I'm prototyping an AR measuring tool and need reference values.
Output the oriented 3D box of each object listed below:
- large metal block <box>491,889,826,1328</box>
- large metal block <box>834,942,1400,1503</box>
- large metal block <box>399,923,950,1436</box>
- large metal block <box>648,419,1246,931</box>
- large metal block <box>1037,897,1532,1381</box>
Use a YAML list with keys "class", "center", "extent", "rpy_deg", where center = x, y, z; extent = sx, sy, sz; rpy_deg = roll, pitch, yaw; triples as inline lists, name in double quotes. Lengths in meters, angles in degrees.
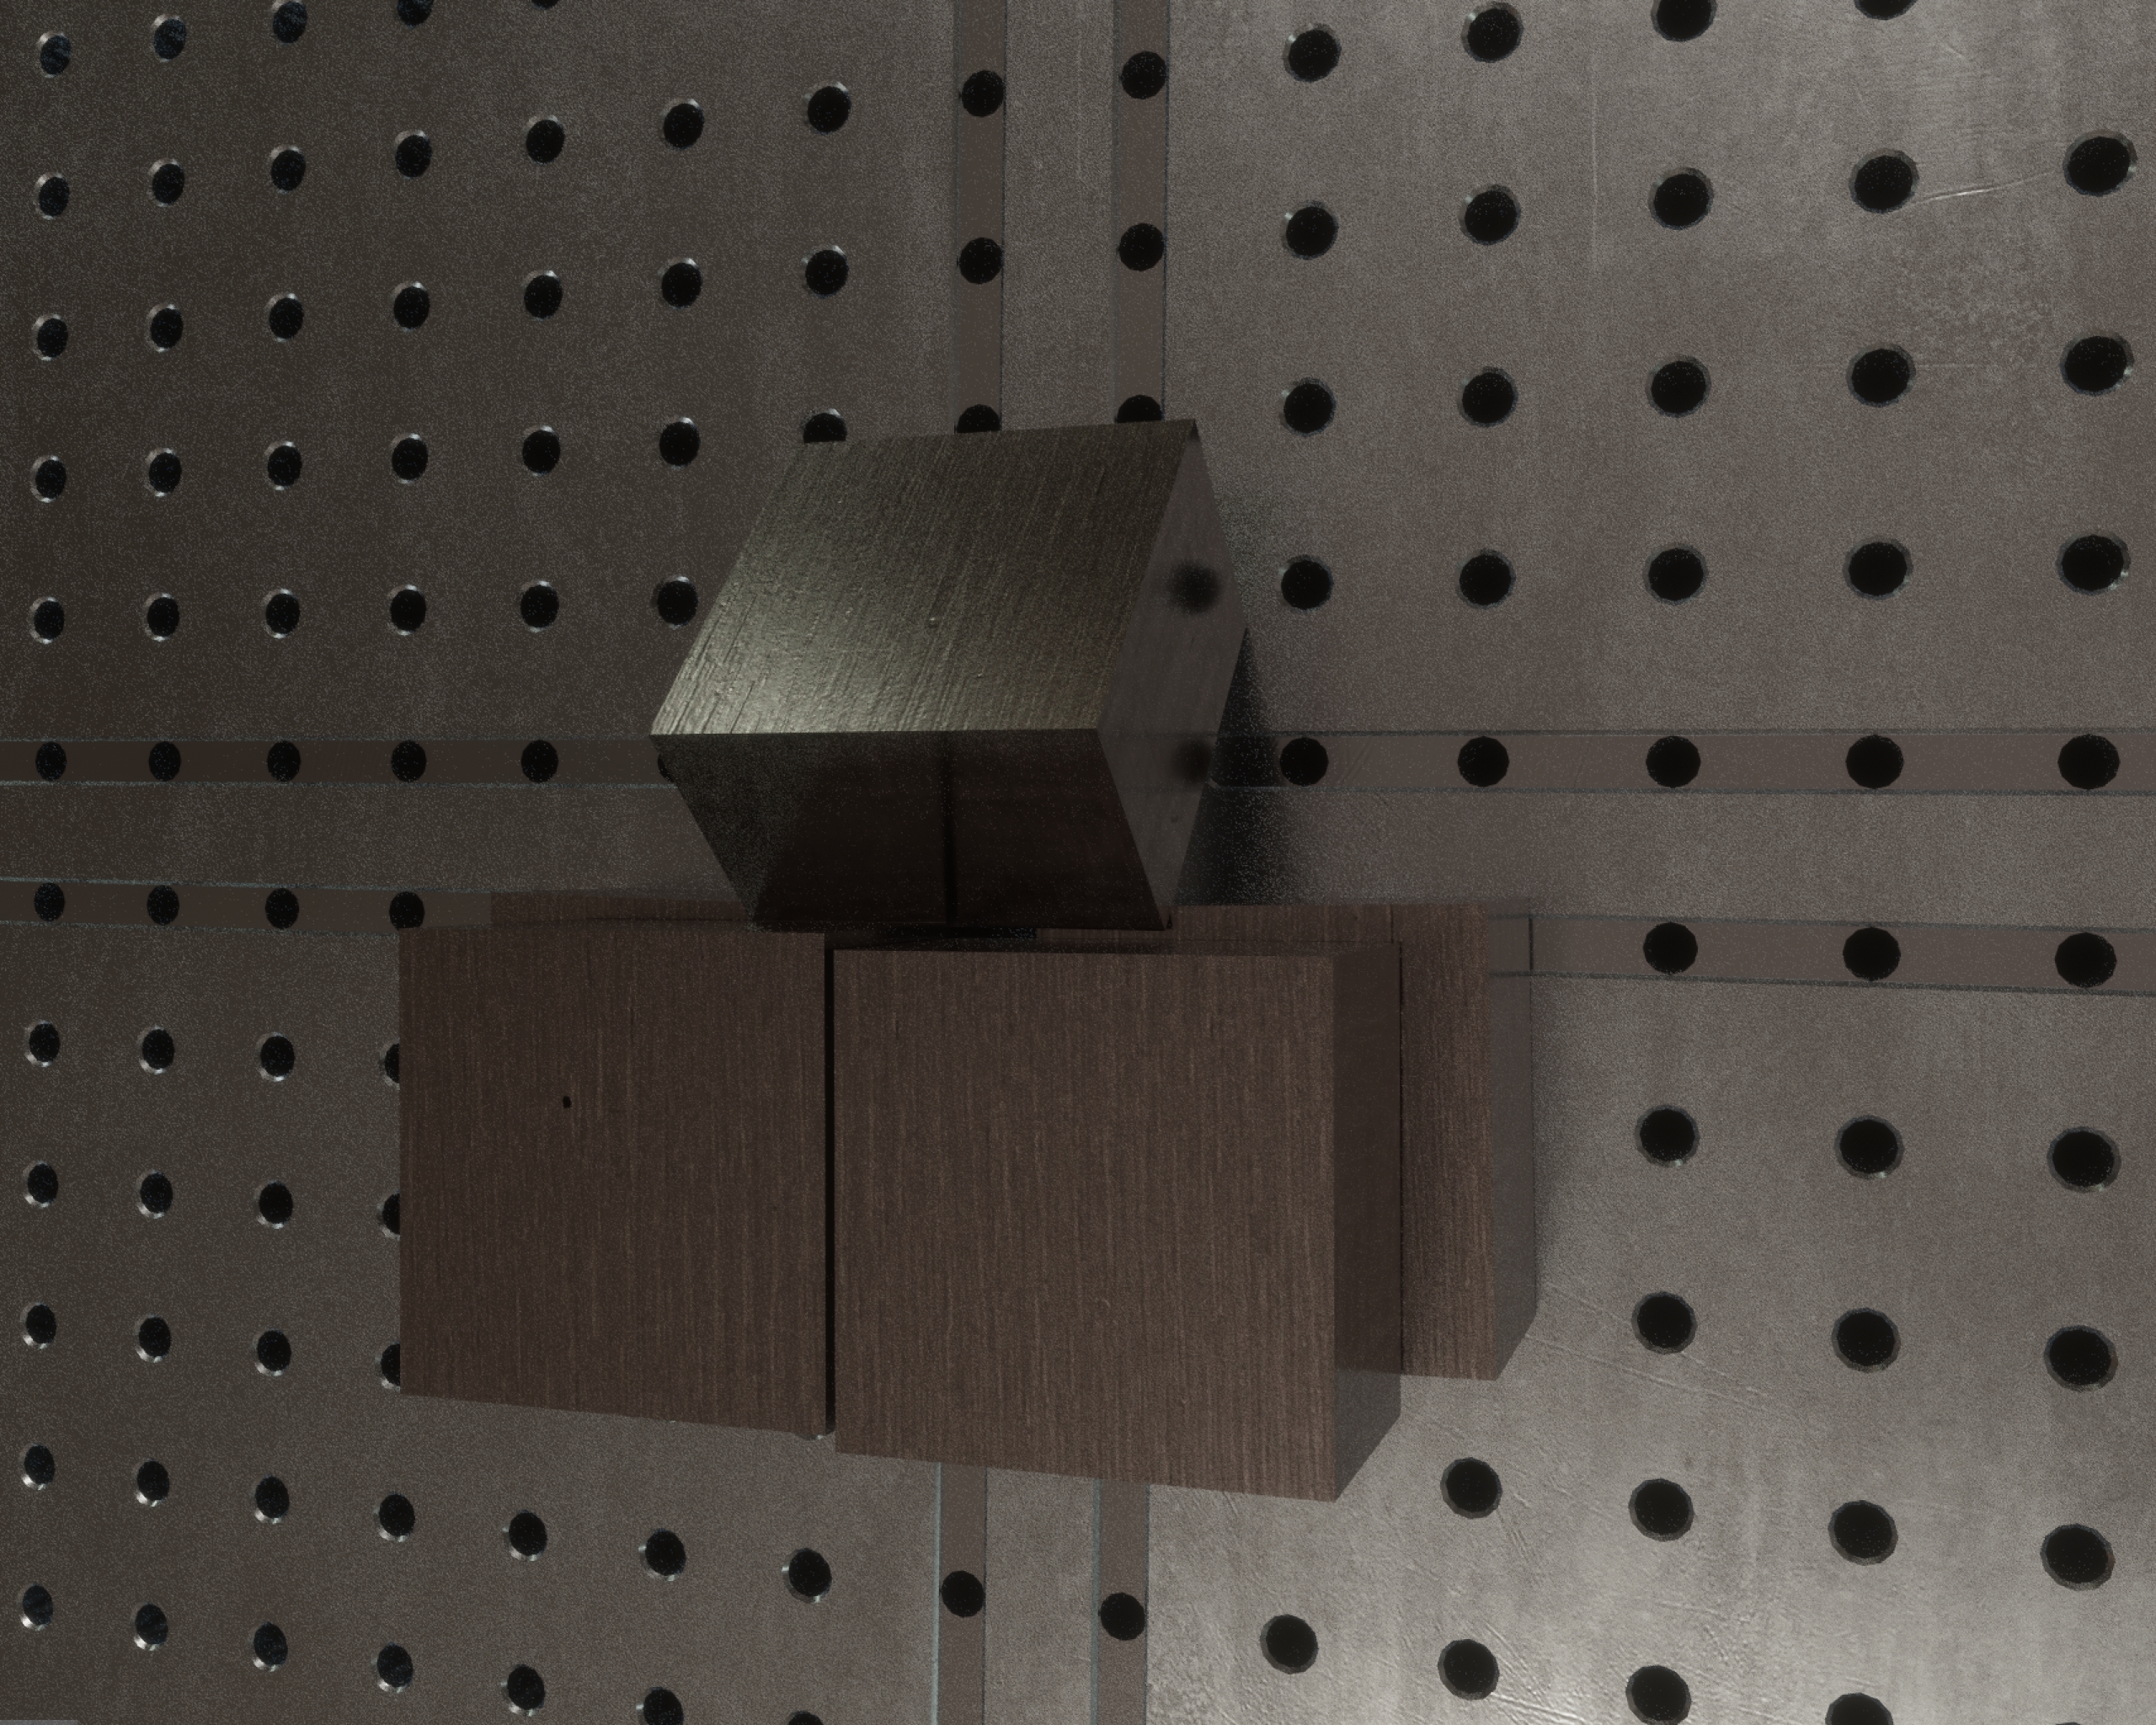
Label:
- class: "large metal block"
  center: [-0.071, 0.047, 0.424]
  extent: [0.080, 0.050, 0.079]
  rpy_deg: [2, 91, 19]
- class: "large metal block"
  center: [0.008, 0.053, 0.341]
  extent: [0.080, 0.050, 0.079]
  rpy_deg: [0, 90, 19]
- class: "large metal block"
  center: [-0.069, 0.051, 0.366]
  extent: [0.080, 0.050, 0.079]
  rpy_deg: [0, 90, 19]
- class: "large metal block"
  center: [-0.020, -0.035, 0.384]
  extent: [0.080, 0.050, 0.080]
  rpy_deg: [1, 48, 19]
- class: "large metal block"
  center: [0.040, 0.047, 0.384]
  extent: [0.080, 0.050, 0.079]
  rpy_deg: [-1, 90, 19]
